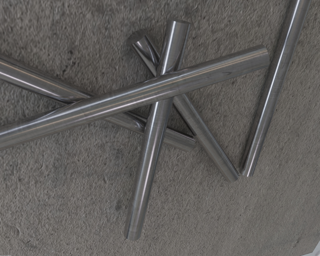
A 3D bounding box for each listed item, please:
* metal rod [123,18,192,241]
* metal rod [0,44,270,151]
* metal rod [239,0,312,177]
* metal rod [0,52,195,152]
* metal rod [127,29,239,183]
[{"bbox_3d":[-0.010,0.022,0.380,0.025,0.025,0.298,-2,119,-28],"label":"metal rod"},{"bbox_3d":[-0.037,-0.029,0.319,0.302,0.025,0.025,-17,127,0],"label":"metal rod"},{"bbox_3d":[0.168,-0.054,0.464,0.025,0.025,0.298,-6,121,-25],"label":"metal rod"},{"bbox_3d":[-0.071,-0.025,0.352,0.302,0.025,0.025,23,106,-37],"label":"metal rod"},{"bbox_3d":[0.048,-0.008,0.427,0.025,0.025,0.300,-40,130,-1],"label":"metal rod"}]
